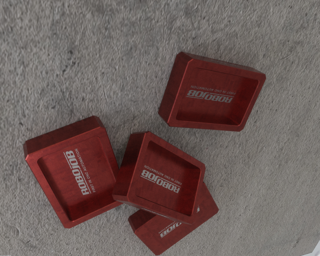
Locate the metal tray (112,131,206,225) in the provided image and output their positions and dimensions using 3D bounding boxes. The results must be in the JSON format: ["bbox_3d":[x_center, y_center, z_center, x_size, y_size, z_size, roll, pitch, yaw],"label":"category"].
[{"bbox_3d":[0.005,0.070,0.418,0.130,0.030,0.090,32,63,-38],"label":"metal tray"}]

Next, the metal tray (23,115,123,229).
[{"bbox_3d":[-0.098,0.058,0.385,0.091,0.030,0.129,-23,127,-15],"label":"metal tray"}]

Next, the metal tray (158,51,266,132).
[{"bbox_3d":[0.071,-0.044,0.414,0.131,0.030,0.089,4,116,-31],"label":"metal tray"}]

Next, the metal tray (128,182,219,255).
[{"bbox_3d":[0.025,0.141,0.505,0.130,0.030,0.090,-34,129,-6],"label":"metal tray"}]
